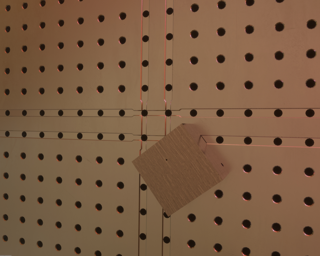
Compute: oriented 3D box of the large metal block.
[{"bbox_3d":[0.026,0.050,0.389,0.080,0.050,0.080,-38,78,15],"label":"large metal block"}]
